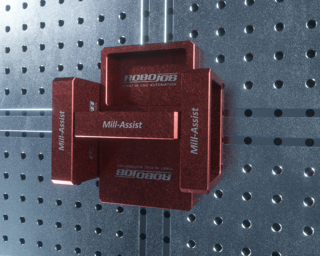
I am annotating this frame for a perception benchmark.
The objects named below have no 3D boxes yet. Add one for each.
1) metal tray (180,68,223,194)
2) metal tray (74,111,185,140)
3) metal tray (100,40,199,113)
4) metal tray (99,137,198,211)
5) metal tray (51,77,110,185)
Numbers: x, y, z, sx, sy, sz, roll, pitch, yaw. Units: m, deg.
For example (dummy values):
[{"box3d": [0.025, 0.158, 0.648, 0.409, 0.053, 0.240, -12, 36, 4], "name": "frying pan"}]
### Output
[{"box3d": [0.050, 0.003, 0.359, 0.030, 0.090, 0.129, 1, 90, 20], "name": "metal tray"}, {"box3d": [-0.027, -0.004, 0.385, 0.130, 0.090, 0.030, 1, 91, 19], "name": "metal tray"}, {"box3d": [-0.015, -0.064, 0.414, 0.130, 0.030, 0.089, 1, 90, 19], "name": "metal tray"}, {"box3d": [-0.017, 0.057, 0.413, 0.130, 0.030, 0.089, 1, 90, 19], "name": "metal tray"}, {"box3d": [-0.102, 0.003, 0.412, 0.030, 0.090, 0.129, 1, 90, 20], "name": "metal tray"}]
